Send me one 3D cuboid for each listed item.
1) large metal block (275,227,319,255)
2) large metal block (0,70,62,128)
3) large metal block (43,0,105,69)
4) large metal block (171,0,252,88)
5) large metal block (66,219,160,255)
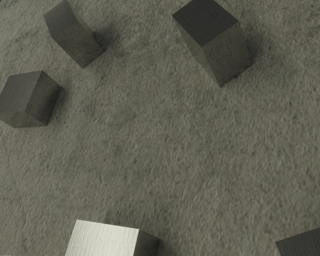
[{"bbox_3d":[0.147,0.119,0.238,0.080,0.050,0.080,-24,53,13],"label":"large metal block"},{"bbox_3d":[-0.229,-0.048,0.535,0.080,0.050,0.080,-3,61,26],"label":"large metal block"},{"bbox_3d":[-0.152,-0.166,0.547,0.050,0.080,0.080,-35,52,5],"label":"large metal block"},{"bbox_3d":[0.068,-0.113,0.401,0.050,0.080,0.080,-35,52,5],"label":"large metal block"},{"bbox_3d":[-0.054,0.147,0.325,0.080,0.050,0.080,-1,61,27],"label":"large metal block"}]
